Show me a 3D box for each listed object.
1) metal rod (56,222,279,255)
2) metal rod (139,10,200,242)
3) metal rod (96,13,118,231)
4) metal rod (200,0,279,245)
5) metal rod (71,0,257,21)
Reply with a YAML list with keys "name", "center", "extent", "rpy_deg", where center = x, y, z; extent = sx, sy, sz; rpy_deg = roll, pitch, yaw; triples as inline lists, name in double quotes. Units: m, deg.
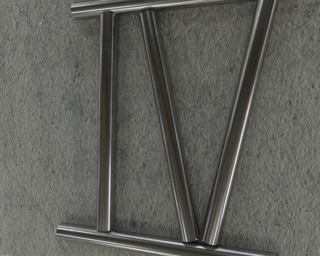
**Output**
- name: "metal rod"
  center: [-0.004, 0.155, 0.410]
  extent: [0.301, 0.025, 0.025]
  rpy_deg: [1, 91, 19]
- name: "metal rod"
  center: [0.012, -0.006, 0.404]
  extent: [0.025, 0.025, 0.298]
  rpy_deg: [-12, 86, 19]
- name: "metal rod"
  center: [-0.074, -0.008, 0.434]
  extent: [0.025, 0.025, 0.298]
  rpy_deg: [1, 90, 19]
- name: "metal rod"
  center: [0.095, -0.005, 0.376]
  extent: [0.025, 0.025, 0.298]
  rpy_deg: [14, 94, 19]
- name: "metal rod"
  center: [0.020, -0.167, 0.402]
  extent: [0.301, 0.025, 0.025]
  rpy_deg: [1, 91, 19]
